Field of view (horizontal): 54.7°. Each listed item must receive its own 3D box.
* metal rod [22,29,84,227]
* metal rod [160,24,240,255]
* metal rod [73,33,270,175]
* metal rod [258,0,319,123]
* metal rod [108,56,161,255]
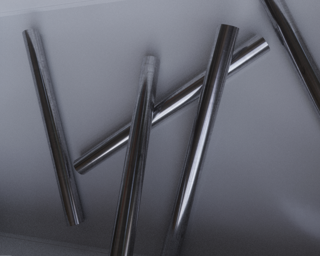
[{"bbox_3d":[-0.161,-0.004,0.465,0.025,0.025,0.298,-17,85,19],"label":"metal rod"},{"bbox_3d":[0.045,0.028,0.377,0.025,0.025,0.298,17,102,19],"label":"metal rod"},{"bbox_3d":[0.004,-0.023,0.408,0.300,0.025,0.025,-34,80,16],"label":"metal rod"},{"bbox_3d":[0.185,-0.022,0.345,0.025,0.025,0.299,-25,82,18],"label":"metal rod"},{"bbox_3d":[-0.030,0.047,0.357,0.025,0.025,0.299,-1,65,19],"label":"metal rod"}]
